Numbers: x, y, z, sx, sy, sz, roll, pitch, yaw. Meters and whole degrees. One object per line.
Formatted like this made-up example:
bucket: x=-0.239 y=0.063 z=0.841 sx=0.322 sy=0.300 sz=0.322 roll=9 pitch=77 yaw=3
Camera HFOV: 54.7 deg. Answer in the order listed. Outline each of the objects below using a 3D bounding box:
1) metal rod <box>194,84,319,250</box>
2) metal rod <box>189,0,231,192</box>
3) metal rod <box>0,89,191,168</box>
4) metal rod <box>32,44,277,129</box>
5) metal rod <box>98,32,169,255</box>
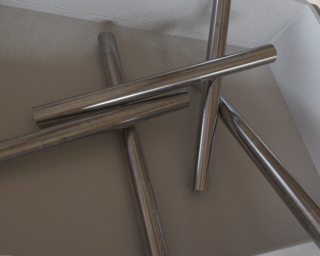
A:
metal rod: x=0.105 y=0.009 z=0.379 sx=0.025 sy=0.025 sz=0.300 roll=5 pitch=35 yaw=-26
metal rod: x=0.071 y=-0.067 z=0.414 sx=0.025 sy=0.025 sz=0.299 roll=13 pitch=78 yaw=-21
metal rod: x=-0.095 y=0.005 z=0.329 sx=0.302 sy=0.025 sz=0.025 roll=-19 pitch=72 yaw=-28
metal rod: x=0.005 y=-0.055 z=0.374 sx=0.302 sy=0.025 sz=0.025 roll=-17 pitch=70 yaw=-12
metal rod: x=-0.040 y=0.003 z=0.381 sx=0.025 sy=0.025 sz=0.299 roll=-2 pitch=63 yaw=-29
